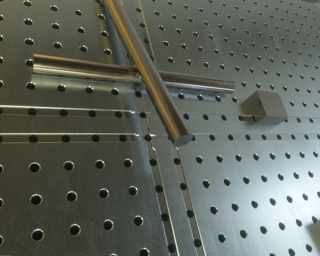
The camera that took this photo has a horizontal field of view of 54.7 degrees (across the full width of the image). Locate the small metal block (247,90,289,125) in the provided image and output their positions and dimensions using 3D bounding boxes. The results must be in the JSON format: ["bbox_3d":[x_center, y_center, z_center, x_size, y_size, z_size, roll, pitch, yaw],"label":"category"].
[{"bbox_3d":[0.184,-0.034,0.528,0.050,0.025,0.050,2,61,-27],"label":"small metal block"}]

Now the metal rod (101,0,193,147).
[{"bbox_3d":[-0.031,-0.104,0.425,0.025,0.025,0.299,-7,56,-31],"label":"metal rod"}]

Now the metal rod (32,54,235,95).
[{"bbox_3d":[-0.019,-0.072,0.441,0.303,0.025,0.025,2,61,-27],"label":"metal rod"}]
